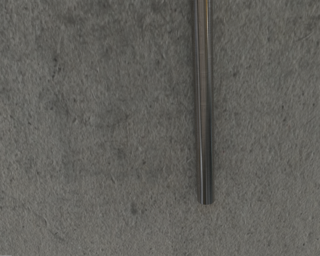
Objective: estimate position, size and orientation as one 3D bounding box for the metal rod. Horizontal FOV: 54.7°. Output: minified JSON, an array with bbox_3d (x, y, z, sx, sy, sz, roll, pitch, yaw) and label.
[{"bbox_3d":[0.056,-0.035,0.397,0.025,0.025,0.298,-4,110,1],"label":"metal rod"}]
